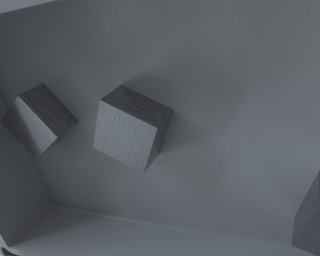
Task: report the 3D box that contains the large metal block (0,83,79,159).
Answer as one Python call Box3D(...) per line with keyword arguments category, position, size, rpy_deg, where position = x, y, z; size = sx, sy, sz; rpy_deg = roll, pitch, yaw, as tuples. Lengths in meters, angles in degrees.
Box3D(category="large metal block", position=(-0.189, -0.010, 0.486), size=(0.080, 0.050, 0.080), rpy_deg=(49, 129, -6))

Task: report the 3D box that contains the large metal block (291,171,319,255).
Box3D(category="large metal block", position=(0.206, 0.106, 0.350), size=(0.080, 0.050, 0.079), rpy_deg=(19, 126, 17))

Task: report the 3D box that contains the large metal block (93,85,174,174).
Box3D(category="large metal block", position=(-0.037, 0.001, 0.413), size=(0.080, 0.050, 0.079), rpy_deg=(26, 128, 12))
